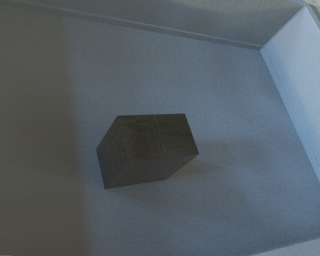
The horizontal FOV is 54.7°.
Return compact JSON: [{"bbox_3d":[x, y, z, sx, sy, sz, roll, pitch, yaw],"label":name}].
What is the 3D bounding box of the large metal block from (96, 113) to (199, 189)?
[{"bbox_3d":[-0.017,0.026,0.346,0.081,0.080,0.050,-3,64,-30],"label":"large metal block"}]
